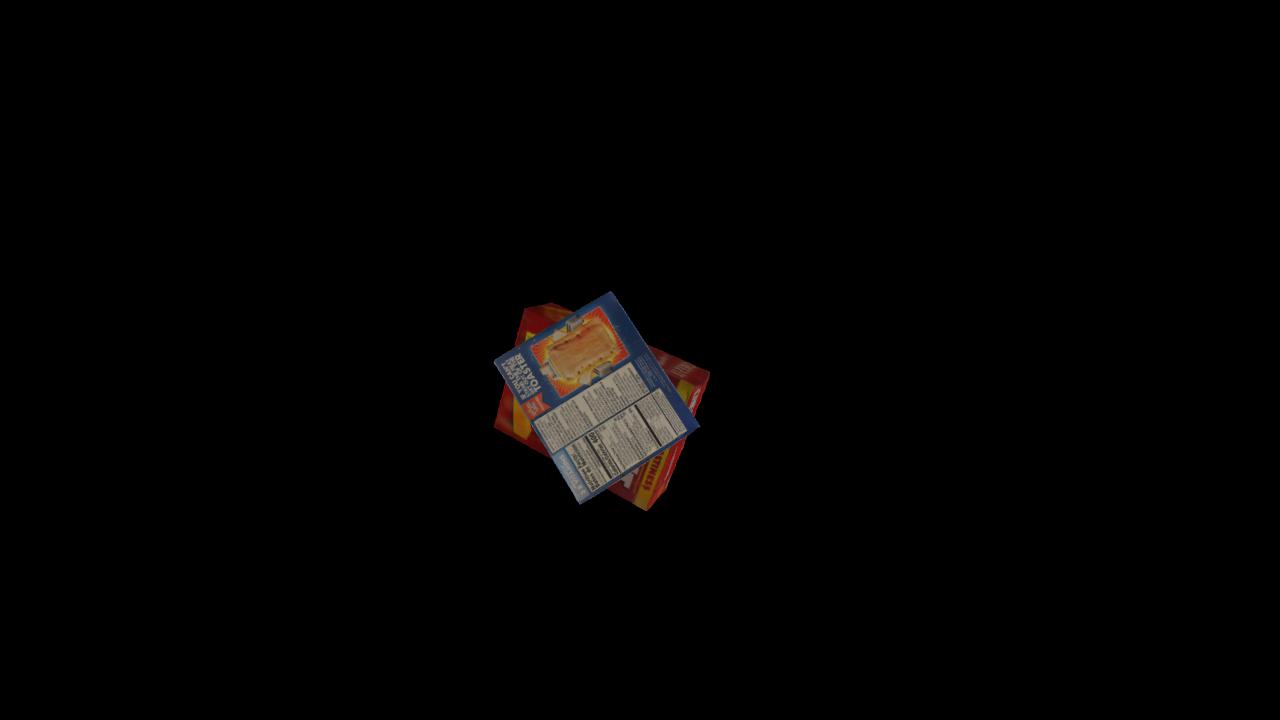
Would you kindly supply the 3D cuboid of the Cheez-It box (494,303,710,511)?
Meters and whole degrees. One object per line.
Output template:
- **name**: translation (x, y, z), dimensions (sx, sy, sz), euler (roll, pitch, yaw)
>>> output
- **Cheez-It box**: translation (-0.050, 0.050, 0.724), dimensions (0.223, 0.166, 0.071), euler (25, 21, 16)

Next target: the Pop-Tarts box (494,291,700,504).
- **Pop-Tarts box**: translation (-0.044, 0.040, 0.640), dimensions (0.141, 0.167, 0.083), euler (-32, -10, -8)
